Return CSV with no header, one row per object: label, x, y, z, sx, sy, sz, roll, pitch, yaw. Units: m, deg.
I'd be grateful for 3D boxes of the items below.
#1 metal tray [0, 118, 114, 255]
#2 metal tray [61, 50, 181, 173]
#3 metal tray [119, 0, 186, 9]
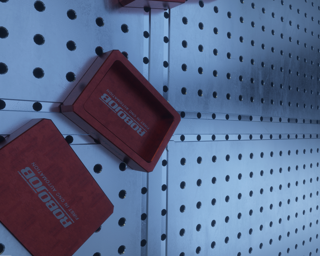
metal tray,-0.116,0.066,0.310,0.090,0.030,0.130,-44,117,-31
metal tray,-0.040,-0.017,0.374,0.130,0.030,0.090,44,63,-31
metal tray,-0.016,-0.223,0.393,0.091,0.030,0.129,-15,100,-39
